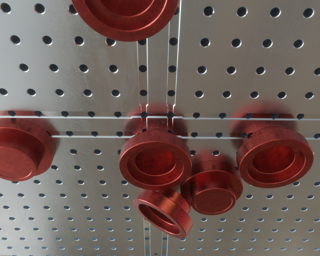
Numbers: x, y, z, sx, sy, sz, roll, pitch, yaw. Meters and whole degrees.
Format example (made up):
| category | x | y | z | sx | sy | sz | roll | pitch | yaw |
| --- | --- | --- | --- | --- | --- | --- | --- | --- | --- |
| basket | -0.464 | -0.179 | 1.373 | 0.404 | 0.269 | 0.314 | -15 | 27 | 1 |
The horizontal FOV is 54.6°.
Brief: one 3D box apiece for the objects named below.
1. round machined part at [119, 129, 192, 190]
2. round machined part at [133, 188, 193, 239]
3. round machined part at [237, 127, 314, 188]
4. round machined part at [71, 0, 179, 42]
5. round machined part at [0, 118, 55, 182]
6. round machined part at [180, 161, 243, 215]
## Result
| category | x | y | z | sx | sy | sz | roll | pitch | yaw |
| --- | --- | --- | --- | --- | --- | --- | --- | --- | --- |
| round machined part | -0.006 | 0.040 | 0.434 | 0.099 | 0.042 | 0.097 | 0 | 130 | 0 |
| round machined part | 0.009 | 0.127 | 0.488 | 0.098 | 0.042 | 0.098 | 27 | 149 | 18 |
| round machined part | 0.156 | 0.037 | 0.433 | 0.099 | 0.042 | 0.097 | 0 | 130 | 0 |
| round machined part | -0.031 | -0.134 | 0.286 | 0.099 | 0.042 | 0.097 | 0 | 130 | 0 |
| round machined part | -0.201 | 0.037 | 0.430 | 0.099 | 0.042 | 0.097 | 0 | 130 | 0 |
| round machined part | 0.081 | 0.100 | 0.486 | 0.099 | 0.042 | 0.097 | 0 | 130 | 0 |
